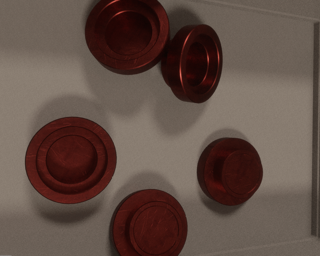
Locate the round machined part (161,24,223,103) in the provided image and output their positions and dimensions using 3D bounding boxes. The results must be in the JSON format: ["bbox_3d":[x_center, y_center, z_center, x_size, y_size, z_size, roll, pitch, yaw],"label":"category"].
[{"bbox_3d":[0.039,-0.083,0.402,0.099,0.042,0.097,-18,113,-48],"label":"round machined part"}]

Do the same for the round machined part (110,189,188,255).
[{"bbox_3d":[-0.010,0.126,0.388,0.099,0.042,0.098,4,76,-18],"label":"round machined part"}]

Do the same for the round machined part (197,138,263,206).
[{"bbox_3d":[0.106,0.063,0.442,0.099,0.042,0.097,0,90,-21],"label":"round machined part"}]

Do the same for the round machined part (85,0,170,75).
[{"bbox_3d":[-0.036,-0.111,0.375,0.099,0.042,0.097,-1,81,5],"label":"round machined part"}]

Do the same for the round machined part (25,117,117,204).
[{"bbox_3d":[-0.104,0.036,0.364,0.099,0.042,0.097,0,90,-21],"label":"round machined part"}]
